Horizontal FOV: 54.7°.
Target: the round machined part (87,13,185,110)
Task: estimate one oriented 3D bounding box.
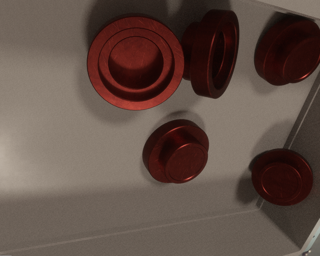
[{"bbox_3d":[-0.026,-0.071,0.329,0.099,0.042,0.097,-4,118,-7],"label":"round machined part"}]

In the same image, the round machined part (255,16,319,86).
[{"bbox_3d":[0.187,-0.102,0.433,0.099,0.042,0.097,-15,131,-19],"label":"round machined part"}]

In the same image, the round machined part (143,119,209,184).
[{"bbox_3d":[0.028,0.040,0.440,0.099,0.042,0.097,-14,125,-21],"label":"round machined part"}]

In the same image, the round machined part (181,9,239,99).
[{"bbox_3d":[0.055,-0.085,0.357,0.099,0.042,0.097,-40,137,-49],"label":"round machined part"}]

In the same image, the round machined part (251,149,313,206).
[{"bbox_3d":[0.206,0.087,0.527,0.042,0.098,0.097,-18,135,-62],"label":"round machined part"}]
